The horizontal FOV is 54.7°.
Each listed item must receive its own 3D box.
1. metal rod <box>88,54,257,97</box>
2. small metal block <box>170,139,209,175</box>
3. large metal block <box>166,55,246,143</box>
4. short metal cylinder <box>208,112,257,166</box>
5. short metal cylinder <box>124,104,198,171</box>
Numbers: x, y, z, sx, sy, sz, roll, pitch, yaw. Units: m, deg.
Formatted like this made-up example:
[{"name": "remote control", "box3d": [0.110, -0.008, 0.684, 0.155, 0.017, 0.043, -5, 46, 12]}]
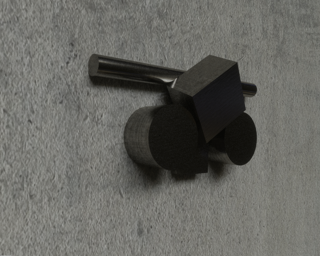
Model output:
[{"name": "metal rod", "box3d": [0.042, -0.068, 0.441, 0.302, 0.025, 0.025, 1, 90, -40]}, {"name": "small metal block", "box3d": [0.043, 0.039, 0.443, 0.050, 0.025, 0.050, 2, 89, -40]}, {"name": "large metal block", "box3d": [0.066, -0.040, 0.422, 0.080, 0.050, 0.080, -38, 131, -19]}, {"name": "short metal cylinder", "box3d": [0.105, 0.016, 0.478, 0.081, 0.050, 0.079, 0, 90, -40]}, {"name": "short metal cylinder", "box3d": [0.002, 0.011, 0.391, 0.081, 0.050, 0.079, 0, 90, -40]}]
